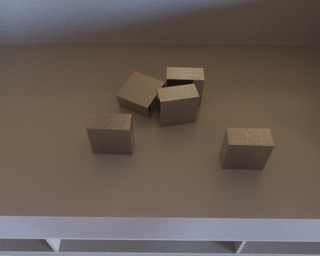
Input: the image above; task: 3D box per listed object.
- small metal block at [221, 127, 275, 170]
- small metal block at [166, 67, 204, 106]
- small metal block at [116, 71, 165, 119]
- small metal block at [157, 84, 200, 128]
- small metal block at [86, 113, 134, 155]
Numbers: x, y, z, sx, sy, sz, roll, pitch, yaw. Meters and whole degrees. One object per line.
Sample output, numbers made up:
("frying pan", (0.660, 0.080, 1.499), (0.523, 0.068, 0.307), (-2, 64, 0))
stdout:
("small metal block", (0.102, 0.026, 0.369), (0.050, 0.050, 0.025), (2, 50, 1))
("small metal block", (0.034, -0.058, 0.438), (0.050, 0.050, 0.025), (2, 50, 1))
("small metal block", (-0.026, -0.048, 0.440), (0.050, 0.025, 0.050), (23, 62, 18))
("small metal block", (0.023, -0.029, 0.414), (0.050, 0.050, 0.025), (-9, 51, -8))
("small metal block", (-0.059, 0.008, 0.381), (0.050, 0.050, 0.025), (2, 50, 1))
